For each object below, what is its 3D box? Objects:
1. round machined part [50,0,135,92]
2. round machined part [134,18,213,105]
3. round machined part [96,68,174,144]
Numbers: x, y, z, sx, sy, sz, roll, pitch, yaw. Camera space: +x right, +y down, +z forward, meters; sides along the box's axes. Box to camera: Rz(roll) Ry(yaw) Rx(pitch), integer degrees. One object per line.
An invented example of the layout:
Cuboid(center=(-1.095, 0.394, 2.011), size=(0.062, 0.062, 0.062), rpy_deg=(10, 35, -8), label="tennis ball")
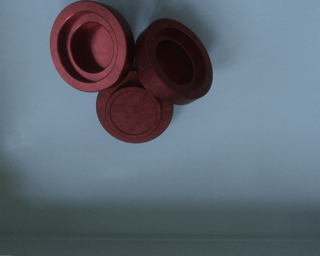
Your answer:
Cuboid(center=(-0.073, -0.092, 0.356), size=(0.098, 0.042, 0.097), rpy_deg=(5, 105, 20), label="round machined part")
Cuboid(center=(0.011, -0.071, 0.356), size=(0.098, 0.098, 0.042), rpy_deg=(47, 140, -15), label="round machined part")
Cuboid(center=(-0.032, -0.024, 0.393), size=(0.099, 0.042, 0.097), rpy_deg=(0, 110, 0), label="round machined part")
